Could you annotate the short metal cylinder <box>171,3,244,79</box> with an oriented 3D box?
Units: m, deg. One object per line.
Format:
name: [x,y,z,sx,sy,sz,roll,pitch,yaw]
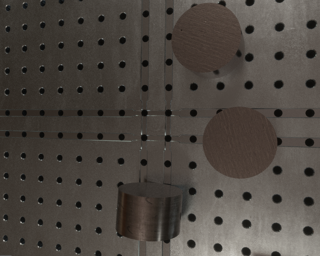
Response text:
short metal cylinder: [0.060,-0.103,0.378,0.080,0.050,0.079,0,90,19]

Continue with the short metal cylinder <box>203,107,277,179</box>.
short metal cylinder: [0.095,0.016,0.365,0.080,0.050,0.079,0,90,19]

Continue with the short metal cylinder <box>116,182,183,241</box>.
short metal cylinder: [-0.013,0.101,0.387,0.080,0.080,0.050,5,92,19]
